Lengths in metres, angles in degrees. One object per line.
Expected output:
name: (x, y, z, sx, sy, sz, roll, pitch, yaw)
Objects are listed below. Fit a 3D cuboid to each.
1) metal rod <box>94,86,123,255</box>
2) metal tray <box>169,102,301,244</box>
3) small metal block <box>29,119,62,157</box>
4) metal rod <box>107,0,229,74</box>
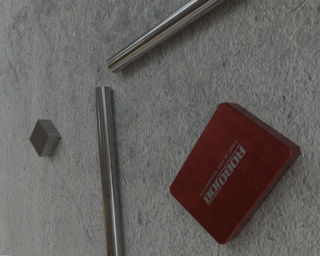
metal rod: (-0.076, 0.087, 0.467, 0.025, 0.025, 0.298, -8, 85, 40)
metal tray: (0.075, 0.048, 0.340, 0.090, 0.030, 0.129, 42, 115, 32)
small metal block: (-0.217, 0.019, 0.584, 0.050, 0.025, 0.050, 48, 118, 29)
metal rod: (0.040, -0.141, 0.371, 0.299, 0.025, 0.025, -24, 75, 37)
